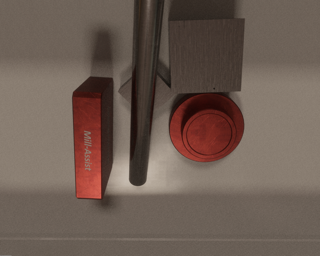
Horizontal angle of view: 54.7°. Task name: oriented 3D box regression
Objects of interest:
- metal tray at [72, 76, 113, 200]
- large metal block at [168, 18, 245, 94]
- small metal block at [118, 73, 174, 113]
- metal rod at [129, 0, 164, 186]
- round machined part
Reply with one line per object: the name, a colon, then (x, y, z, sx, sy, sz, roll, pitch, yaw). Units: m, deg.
metal tray: (-0.079, 0.009, 0.379, 0.030, 0.090, 0.129, 3, 110, -2)
large metal block: (0.052, -0.087, 0.367, 0.081, 0.050, 0.079, -2, 110, 0)
small metal block: (-0.016, -0.048, 0.394, 0.050, 0.025, 0.050, -41, 106, 13)
metal rod: (-0.018, -0.032, 0.333, 0.025, 0.025, 0.298, 5, 136, -2)
round machined part: (0.061, 0.001, 0.404, 0.099, 0.042, 0.097, 0, 110, -1)
